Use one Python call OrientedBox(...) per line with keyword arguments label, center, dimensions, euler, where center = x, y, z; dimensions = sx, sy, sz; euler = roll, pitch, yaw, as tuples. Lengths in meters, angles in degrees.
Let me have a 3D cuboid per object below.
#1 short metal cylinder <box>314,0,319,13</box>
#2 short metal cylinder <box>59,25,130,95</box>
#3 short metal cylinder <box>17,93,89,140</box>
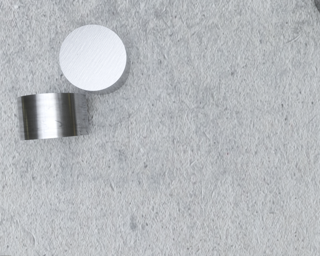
OrientedBox(label="short metal cylinder", center=(0.250, -0.182, 0.399), dimensions=(0.081, 0.050, 0.080), euler=(0, 90, 0))
OrientedBox(label="short metal cylinder", center=(-0.081, -0.085, 0.397), dimensions=(0.081, 0.050, 0.080), euler=(0, 90, 0))
OrientedBox(label="short metal cylinder", center=(-0.130, -0.013, 0.381), dimensions=(0.080, 0.080, 0.050), euler=(-5, 90, 0))
